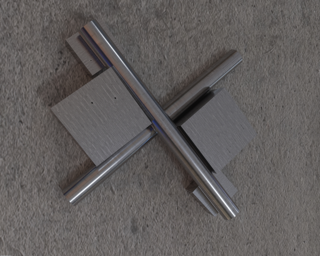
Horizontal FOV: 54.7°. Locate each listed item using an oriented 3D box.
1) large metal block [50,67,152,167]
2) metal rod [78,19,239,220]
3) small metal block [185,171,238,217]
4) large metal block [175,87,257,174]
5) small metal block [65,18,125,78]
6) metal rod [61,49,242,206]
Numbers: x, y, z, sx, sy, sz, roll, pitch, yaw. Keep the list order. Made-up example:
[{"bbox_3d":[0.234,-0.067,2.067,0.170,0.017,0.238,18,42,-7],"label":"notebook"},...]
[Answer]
[{"bbox_3d":[-0.071,-0.013,0.369,0.080,0.050,0.080,-39,103,-16],"label":"large metal block"},{"bbox_3d":[0.007,-0.001,0.386,0.025,0.025,0.300,-41,103,-15],"label":"metal rod"},{"bbox_3d":[0.073,0.087,0.438,0.050,0.025,0.050,-45,104,-15],"label":"small metal block"},{"bbox_3d":[0.070,0.003,0.423,0.080,0.050,0.080,-41,103,-15],"label":"large metal block"},{"bbox_3d":[-0.080,-0.097,0.381,0.050,0.025,0.050,-39,103,-16],"label":"small metal block"},{"bbox_3d":[0.000,-0.010,0.411,0.301,0.025,0.025,-41,103,-16],"label":"metal rod"}]
